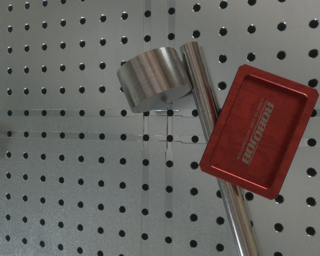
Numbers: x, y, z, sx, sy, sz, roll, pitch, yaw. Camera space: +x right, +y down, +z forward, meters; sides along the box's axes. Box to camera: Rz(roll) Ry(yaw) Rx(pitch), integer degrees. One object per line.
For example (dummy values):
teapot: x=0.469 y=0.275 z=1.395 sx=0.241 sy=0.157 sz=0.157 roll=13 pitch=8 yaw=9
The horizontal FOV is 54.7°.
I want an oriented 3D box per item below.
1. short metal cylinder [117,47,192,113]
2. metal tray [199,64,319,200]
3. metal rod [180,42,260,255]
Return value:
short metal cylinder: x=-0.007 y=-0.057 z=0.386 sx=0.080 sy=0.080 sz=0.050 roll=-25 pitch=82 yaw=18
metal tray: x=0.110 y=0.004 z=0.354 sx=0.090 sy=0.030 sz=0.129 roll=22 pitch=90 yaw=8
metal rod: x=0.076 y=0.038 z=0.385 sx=0.025 sy=0.025 sz=0.299 roll=-17 pitch=84 yaw=19
